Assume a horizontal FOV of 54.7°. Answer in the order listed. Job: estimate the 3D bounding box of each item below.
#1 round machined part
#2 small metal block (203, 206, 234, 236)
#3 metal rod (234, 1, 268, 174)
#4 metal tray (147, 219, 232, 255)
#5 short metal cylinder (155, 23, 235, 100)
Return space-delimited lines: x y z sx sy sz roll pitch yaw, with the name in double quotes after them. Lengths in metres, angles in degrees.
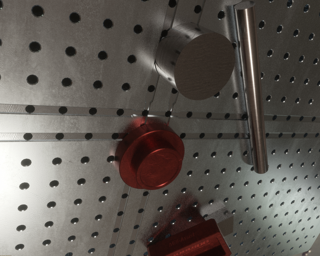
-0.009 0.046 0.426 0.099 0.042 0.097 -14 125 -21 "round machined part"
0.111 0.184 0.589 0.050 0.025 0.050 -20 126 -17 "small metal block"
0.143 -0.038 0.468 0.025 0.025 0.299 -28 128 -11 "metal rod"
0.054 0.222 0.557 0.130 0.030 0.090 -25 128 4 "metal tray"
0.041 -0.080 0.370 0.081 0.050 0.079 -14 124 -21 "short metal cylinder"
